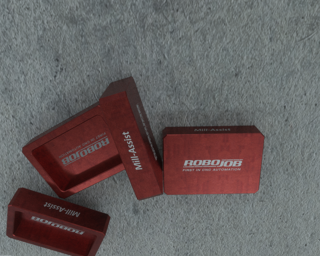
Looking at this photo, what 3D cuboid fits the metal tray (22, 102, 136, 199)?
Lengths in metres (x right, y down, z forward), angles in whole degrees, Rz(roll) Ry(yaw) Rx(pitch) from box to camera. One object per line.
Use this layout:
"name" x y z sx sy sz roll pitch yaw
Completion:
"metal tray" -0.102 0.030 0.410 0.130 0.030 0.090 -27 108 15

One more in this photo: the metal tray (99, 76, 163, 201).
"metal tray" -0.030 0.010 0.378 0.030 0.090 0.129 -17 109 6

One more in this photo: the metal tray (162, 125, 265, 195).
"metal tray" 0.070 0.044 0.423 0.131 0.030 0.089 -1 110 -1

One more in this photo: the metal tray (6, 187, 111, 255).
"metal tray" -0.146 0.140 0.440 0.131 0.030 0.089 20 130 -8
